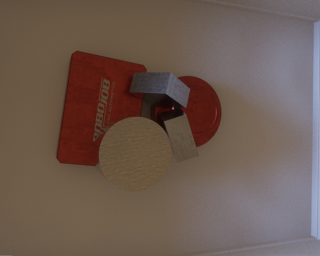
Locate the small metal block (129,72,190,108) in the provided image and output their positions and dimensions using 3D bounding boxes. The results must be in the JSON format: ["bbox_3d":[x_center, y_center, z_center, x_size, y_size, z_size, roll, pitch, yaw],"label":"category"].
[{"bbox_3d":[0.001,-0.045,0.370,0.050,0.050,0.025,28,72,-55],"label":"small metal block"}]

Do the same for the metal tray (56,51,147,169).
[{"bbox_3d":[-0.071,-0.019,0.378,0.091,0.030,0.129,8,87,-20],"label":"metal tray"}]

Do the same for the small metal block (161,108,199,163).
[{"bbox_3d":[0.022,0.007,0.363,0.025,0.050,0.050,-18,103,-1],"label":"small metal block"}]

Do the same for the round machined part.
[{"bbox_3d":[0.041,-0.022,0.416,0.099,0.042,0.097,0,90,-21],"label":"round machined part"}]

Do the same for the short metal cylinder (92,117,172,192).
[{"bbox_3d":[-0.033,0.028,0.352,0.081,0.050,0.079,0,90,-21],"label":"short metal cylinder"}]
